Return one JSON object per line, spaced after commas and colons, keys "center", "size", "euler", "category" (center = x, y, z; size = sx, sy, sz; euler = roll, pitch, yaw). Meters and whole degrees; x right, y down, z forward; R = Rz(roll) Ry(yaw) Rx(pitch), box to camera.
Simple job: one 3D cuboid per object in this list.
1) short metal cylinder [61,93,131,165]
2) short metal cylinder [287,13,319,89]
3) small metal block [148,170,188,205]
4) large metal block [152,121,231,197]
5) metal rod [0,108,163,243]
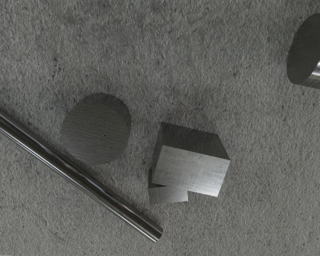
{"center": [-0.078, 0.000, 0.395], "size": [0.081, 0.050, 0.079], "euler": [0, 110, -1], "category": "short metal cylinder"}
{"center": [0.189, -0.084, 0.352], "size": [0.050, 0.080, 0.079], "euler": [11, 110, -4], "category": "short metal cylinder"}
{"center": [0.011, 0.078, 0.425], "size": [0.050, 0.050, 0.025], "euler": [-6, 110, 1], "category": "small metal block"}
{"center": [0.035, 0.037, 0.395], "size": [0.081, 0.080, 0.050], "euler": [13, 110, -5], "category": "large metal block"}
{"center": [-0.115, 0.068, 0.433], "size": [0.300, 0.025, 0.025], "euler": [40, 105, -14], "category": "metal rod"}
